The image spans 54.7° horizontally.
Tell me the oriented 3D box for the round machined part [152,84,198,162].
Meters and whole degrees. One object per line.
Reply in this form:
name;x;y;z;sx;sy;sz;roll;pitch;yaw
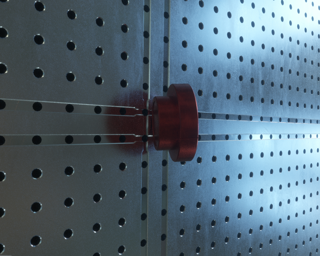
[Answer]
round machined part;0.015;-0.006;0.387;0.042;0.098;0.097;-2;92;-9
